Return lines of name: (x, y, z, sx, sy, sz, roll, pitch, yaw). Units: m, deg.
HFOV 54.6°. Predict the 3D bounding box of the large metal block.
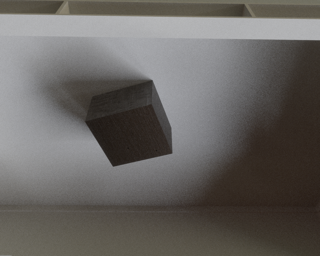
large metal block: (-0.035, -0.004, 0.389, 0.080, 0.050, 0.080, -14, 129, 11)
